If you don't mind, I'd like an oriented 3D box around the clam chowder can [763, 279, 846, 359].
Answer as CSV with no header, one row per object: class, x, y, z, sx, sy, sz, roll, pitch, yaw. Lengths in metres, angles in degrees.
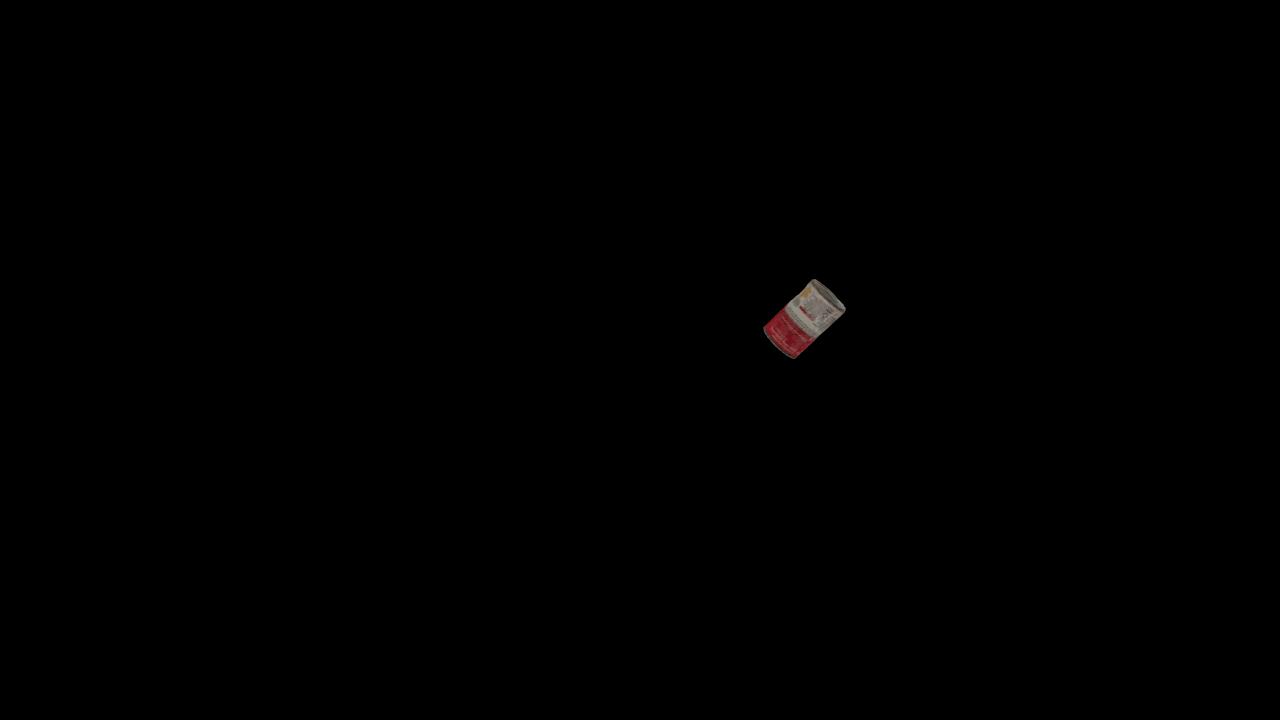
clam chowder can,0.240,-0.060,0.900,0.102,0.068,0.068,-47,-24,24
